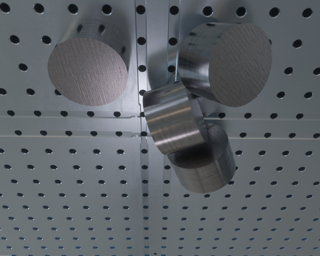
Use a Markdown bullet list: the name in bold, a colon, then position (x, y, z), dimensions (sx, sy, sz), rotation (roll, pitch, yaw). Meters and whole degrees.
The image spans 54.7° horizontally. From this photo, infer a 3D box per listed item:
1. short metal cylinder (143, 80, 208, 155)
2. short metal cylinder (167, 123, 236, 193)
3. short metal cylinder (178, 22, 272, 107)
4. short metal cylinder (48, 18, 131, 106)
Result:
- **short metal cylinder**: position (0.020, -0.013, 0.364), dimensions (0.050, 0.080, 0.080), rotation (-18, 128, 15)
- **short metal cylinder**: position (0.055, 0.039, 0.409), dimensions (0.080, 0.080, 0.050), rotation (-15, 129, 12)
- **short metal cylinder**: position (0.066, -0.066, 0.315), dimensions (0.081, 0.050, 0.079), rotation (-11, 113, -28)
- **short metal cylinder**: position (-0.073, -0.070, 0.334), dimensions (0.081, 0.050, 0.079), rotation (0, 130, 0)
